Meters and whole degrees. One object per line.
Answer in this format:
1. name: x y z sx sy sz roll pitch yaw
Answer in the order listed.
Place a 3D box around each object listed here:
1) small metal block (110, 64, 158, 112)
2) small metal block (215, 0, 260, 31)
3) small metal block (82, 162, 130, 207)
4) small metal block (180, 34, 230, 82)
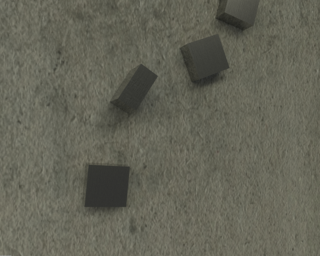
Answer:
1. small metal block: -0.034 -0.048 0.384 0.025 0.050 0.050 35 79 -17
2. small metal block: 0.114 -0.179 0.453 0.050 0.025 0.050 16 85 -20
3. small metal block: -0.067 0.070 0.385 0.050 0.025 0.050 6 88 -20
4. small metal block: 0.063 -0.098 0.433 0.050 0.025 0.050 -23 98 -19
